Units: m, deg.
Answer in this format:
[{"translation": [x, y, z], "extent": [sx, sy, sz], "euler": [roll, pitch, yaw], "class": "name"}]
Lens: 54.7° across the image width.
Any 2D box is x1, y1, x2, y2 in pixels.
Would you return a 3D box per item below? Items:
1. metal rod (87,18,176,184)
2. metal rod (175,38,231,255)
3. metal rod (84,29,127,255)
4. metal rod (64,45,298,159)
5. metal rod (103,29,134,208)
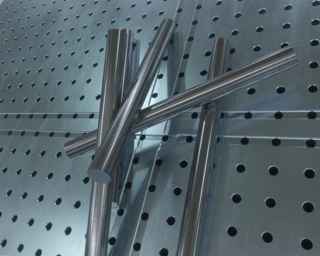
[{"translation": [-0.024, -0.059, 0.405], "extent": [0.025, 0.025, 0.300], "euler": [-5, 44, 25], "class": "metal rod"}, {"translation": [0.056, 0.014, 0.369], "extent": [0.025, 0.025, 0.300], "euler": [-1, 61, 27], "class": "metal rod"}, {"translation": [-0.064, 0.025, 0.370], "extent": [0.025, 0.025, 0.299], "euler": [-2, 78, 27], "class": "metal rod"}, {"translation": [0.014, -0.025, 0.381], "extent": [0.301, 0.025, 0.025], "euler": [-22, 54, 14], "class": "metal rod"}, {"translation": [-0.060, -0.034, 0.458], "extent": [0.025, 0.025, 0.299], "euler": [-12, 56, 21], "class": "metal rod"}]
